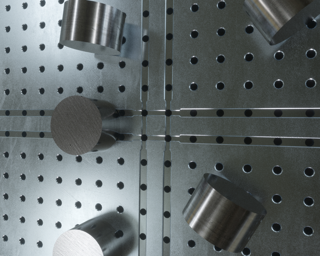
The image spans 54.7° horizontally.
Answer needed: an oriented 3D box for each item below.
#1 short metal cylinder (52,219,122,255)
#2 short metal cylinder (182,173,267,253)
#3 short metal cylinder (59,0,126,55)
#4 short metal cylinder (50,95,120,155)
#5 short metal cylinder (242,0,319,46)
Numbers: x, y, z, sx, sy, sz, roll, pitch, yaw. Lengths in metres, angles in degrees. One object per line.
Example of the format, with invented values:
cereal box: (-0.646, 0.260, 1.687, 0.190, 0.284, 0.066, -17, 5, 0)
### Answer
short metal cylinder: (-0.101, 0.174, 0.433, 0.080, 0.050, 0.079, 0, 90, 19)
short metal cylinder: (0.073, 0.095, 0.357, 0.080, 0.080, 0.050, 31, 100, 17)
short metal cylinder: (-0.089, -0.131, 0.414, 0.080, 0.080, 0.050, 9, 93, 19)
short metal cylinder: (-0.104, -0.004, 0.435, 0.080, 0.050, 0.079, 0, 90, 19)
short metal cylinder: (0.138, -0.136, 0.335, 0.080, 0.080, 0.050, -36, 79, 16)
